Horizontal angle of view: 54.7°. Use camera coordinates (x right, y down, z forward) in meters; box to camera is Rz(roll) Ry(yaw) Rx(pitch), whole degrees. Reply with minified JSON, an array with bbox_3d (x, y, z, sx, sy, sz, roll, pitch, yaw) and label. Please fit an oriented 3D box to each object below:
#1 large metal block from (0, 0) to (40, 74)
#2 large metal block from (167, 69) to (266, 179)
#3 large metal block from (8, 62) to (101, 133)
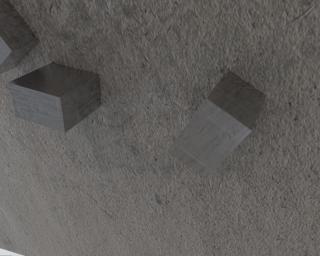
[{"bbox_3d":[-0.231,-0.128,0.433,0.080,0.050,0.080,-27,104,37],"label":"large metal block"},{"bbox_3d":[0.062,-0.006,0.335,0.050,0.080,0.080,36,129,4],"label":"large metal block"},{"bbox_3d":[-0.137,-0.044,0.416,0.080,0.080,0.050,16,125,19],"label":"large metal block"}]
